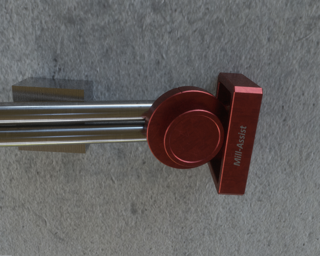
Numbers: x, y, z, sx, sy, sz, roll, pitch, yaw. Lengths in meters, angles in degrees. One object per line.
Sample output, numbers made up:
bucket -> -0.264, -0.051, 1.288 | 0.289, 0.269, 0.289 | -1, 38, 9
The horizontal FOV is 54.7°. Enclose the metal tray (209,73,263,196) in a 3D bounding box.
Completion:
metal tray -> 0.087, 0.004, 0.379 | 0.030, 0.090, 0.129 | 3, 110, -2

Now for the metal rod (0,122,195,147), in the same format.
metal rod -> -0.067, 0.006, 0.364 | 0.302, 0.025, 0.025 | -2, 111, -14

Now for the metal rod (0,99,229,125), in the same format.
metal rod -> -0.065, -0.019, 0.355 | 0.302, 0.025, 0.025 | -2, 111, -13

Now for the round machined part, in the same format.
round machined part -> 0.034, 0.005, 0.352 | 0.099, 0.042, 0.097 | -4, 113, -10

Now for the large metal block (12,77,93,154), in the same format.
large metal block -> -0.129, -0.017, 0.386 | 0.081, 0.050, 0.079 | 3, 110, -2
